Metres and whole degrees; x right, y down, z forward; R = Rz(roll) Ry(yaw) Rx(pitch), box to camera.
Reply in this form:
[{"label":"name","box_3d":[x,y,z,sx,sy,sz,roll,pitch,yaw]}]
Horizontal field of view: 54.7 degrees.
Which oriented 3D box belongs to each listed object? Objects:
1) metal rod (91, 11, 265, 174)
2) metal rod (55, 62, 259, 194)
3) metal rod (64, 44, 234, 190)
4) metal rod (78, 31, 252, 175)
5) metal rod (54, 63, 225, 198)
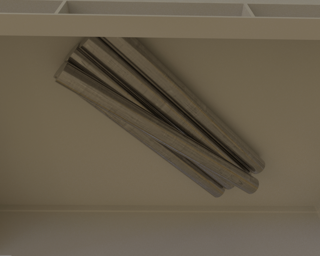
[{"label":"metal rod","box_3d":[0.041,-0.026,0.385,0.025,0.025,0.301,-36,122,26]},{"label":"metal rod","box_3d":[0.015,0.012,0.384,0.301,0.025,0.025,31,123,-24]},{"label":"metal rod","box_3d":[0.006,0.001,0.408,0.025,0.025,0.301,-36,122,26]},{"label":"metal rod","box_3d":[0.025,-0.011,0.398,0.025,0.025,0.301,-36,122,26]},{"label":"metal rod","box_3d":[-0.009,0.016,0.421,0.025,0.025,0.301,-36,122,26]}]
